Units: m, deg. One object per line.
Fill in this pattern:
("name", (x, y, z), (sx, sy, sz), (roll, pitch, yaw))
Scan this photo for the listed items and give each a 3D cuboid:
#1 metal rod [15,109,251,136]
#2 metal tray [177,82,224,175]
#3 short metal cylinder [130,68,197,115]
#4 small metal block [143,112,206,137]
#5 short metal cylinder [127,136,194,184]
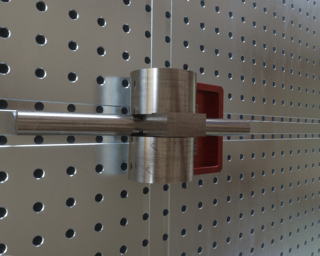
("metal rod", (-0.007, -0.003, 0.373), (0.303, 0.025, 0.025), (1, 89, -31))
("metal tray", (0.051, 0.001, 0.448), (0.091, 0.030, 0.129), (1, 89, -40))
("short metal cylinder", (0.004, -0.040, 0.374), (0.081, 0.080, 0.050), (1, 90, -40))
("small metal block", (0.015, -0.004, 0.344), (0.050, 0.050, 0.025), (1, 90, -32))
("short metal cylinder", (0.001, 0.035, 0.373), (0.081, 0.080, 0.050), (2, 89, -40))
